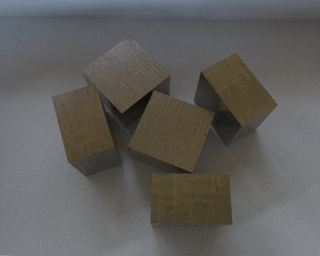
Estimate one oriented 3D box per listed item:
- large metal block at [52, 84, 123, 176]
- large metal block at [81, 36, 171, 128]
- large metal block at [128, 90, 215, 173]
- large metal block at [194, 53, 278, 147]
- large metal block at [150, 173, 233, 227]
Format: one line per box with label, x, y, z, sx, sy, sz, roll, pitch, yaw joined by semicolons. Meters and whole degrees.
large metal block;-0.085;0.006;0.376;0.050;0.080;0.080;-18;71;-7
large metal block;-0.043;-0.062;0.417;0.080;0.050;0.080;-40;75;-14
large metal block;0.015;0.010;0.391;0.080;0.050;0.080;21;71;7
large metal block;0.090;-0.033;0.391;0.050;0.080;0.080;-30;73;-10
large metal block;0.031;0.084;0.349;0.081;0.080;0.050;1;70;0
